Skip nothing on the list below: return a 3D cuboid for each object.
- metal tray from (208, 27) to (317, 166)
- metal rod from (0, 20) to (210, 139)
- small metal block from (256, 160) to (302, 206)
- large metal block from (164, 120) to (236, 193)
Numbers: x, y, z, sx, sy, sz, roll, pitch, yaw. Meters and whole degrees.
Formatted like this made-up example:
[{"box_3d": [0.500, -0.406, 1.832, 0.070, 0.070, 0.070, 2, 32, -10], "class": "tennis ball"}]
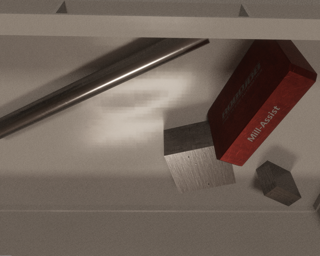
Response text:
[{"box_3d": [0.101, -0.032, 0.340, 0.030, 0.090, 0.129, 18, 128, -15], "class": "metal tray"}, {"box_3d": [-0.087, -0.048, 0.367, 0.300, 0.025, 0.025, -22, 127, 17], "class": "metal rod"}, {"box_3d": [0.178, 0.083, 0.466, 0.050, 0.050, 0.025, 26, 125, -21], "class": "small metal block"}, {"box_3d": [0.055, 0.039, 0.427, 0.080, 0.050, 0.080, -13, 129, 10], "class": "large metal block"}]
